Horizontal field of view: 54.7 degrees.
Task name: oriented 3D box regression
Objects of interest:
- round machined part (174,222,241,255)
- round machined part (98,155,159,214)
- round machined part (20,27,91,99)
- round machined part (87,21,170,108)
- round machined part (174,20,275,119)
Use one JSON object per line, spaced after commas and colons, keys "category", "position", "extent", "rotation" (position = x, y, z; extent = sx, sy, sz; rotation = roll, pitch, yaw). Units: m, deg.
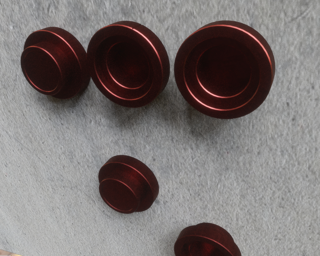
{"category": "round machined part", "position": [0.074, 0.183, 0.469], "extent": [0.098, 0.042, 0.097], "rotation": [13, 124, 20]}
{"category": "round machined part", "position": [-0.055, 0.094, 0.481], "extent": [0.098, 0.042, 0.097], "rotation": [13, 124, 20]}
{"category": "round machined part", "position": [-0.147, -0.083, 0.420], "extent": [0.098, 0.042, 0.097], "rotation": [13, 124, 20]}
{"category": "round machined part", "position": [-0.033, -0.076, 0.365], "extent": [0.098, 0.042, 0.097], "rotation": [13, 124, 20]}
{"category": "round machined part", "position": [0.068, -0.061, 0.321], "extent": [0.098, 0.042, 0.097], "rotation": [13, 124, 20]}
